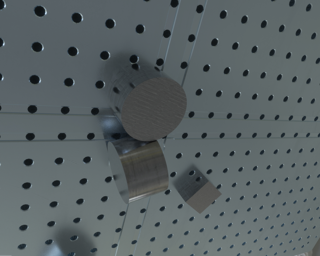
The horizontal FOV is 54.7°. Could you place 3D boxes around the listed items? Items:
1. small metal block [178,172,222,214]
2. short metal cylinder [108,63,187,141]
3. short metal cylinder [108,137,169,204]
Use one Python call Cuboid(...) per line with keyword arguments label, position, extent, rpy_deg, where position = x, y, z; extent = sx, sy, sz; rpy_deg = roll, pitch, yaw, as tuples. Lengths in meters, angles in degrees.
Cuboid(label="small metal block", position=(0.067, 0.108, 0.515), extent=(0.050, 0.025, 0.050), rpy_deg=(-43, 130, 1))
Cuboid(label="short metal cylinder", position=(-0.016, -0.031, 0.367), extent=(0.081, 0.050, 0.079), rpy_deg=(-14, 124, -21))
Cuboid(label="short metal cylinder", position=(-0.029, 0.049, 0.390), extent=(0.050, 0.080, 0.079), rpy_deg=(-15, 125, -20))
